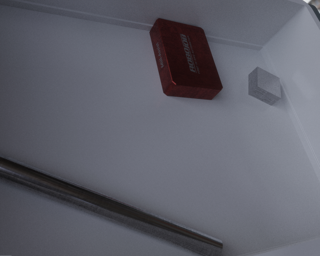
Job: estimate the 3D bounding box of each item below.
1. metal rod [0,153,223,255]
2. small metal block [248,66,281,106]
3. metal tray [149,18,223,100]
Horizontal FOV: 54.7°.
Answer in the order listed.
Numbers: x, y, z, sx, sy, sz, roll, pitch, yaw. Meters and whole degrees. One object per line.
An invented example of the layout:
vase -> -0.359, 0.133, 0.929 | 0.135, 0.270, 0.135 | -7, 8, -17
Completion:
metal rod -> -0.068, 0.078, 0.322 | 0.302, 0.025, 0.025 | 25, 53, -13
small metal block -> 0.187, -0.075, 0.555 | 0.050, 0.025, 0.050 | 23, 53, -15
metal tray -> 0.040, -0.110, 0.493 | 0.091, 0.030, 0.130 | 2, 61, -27
